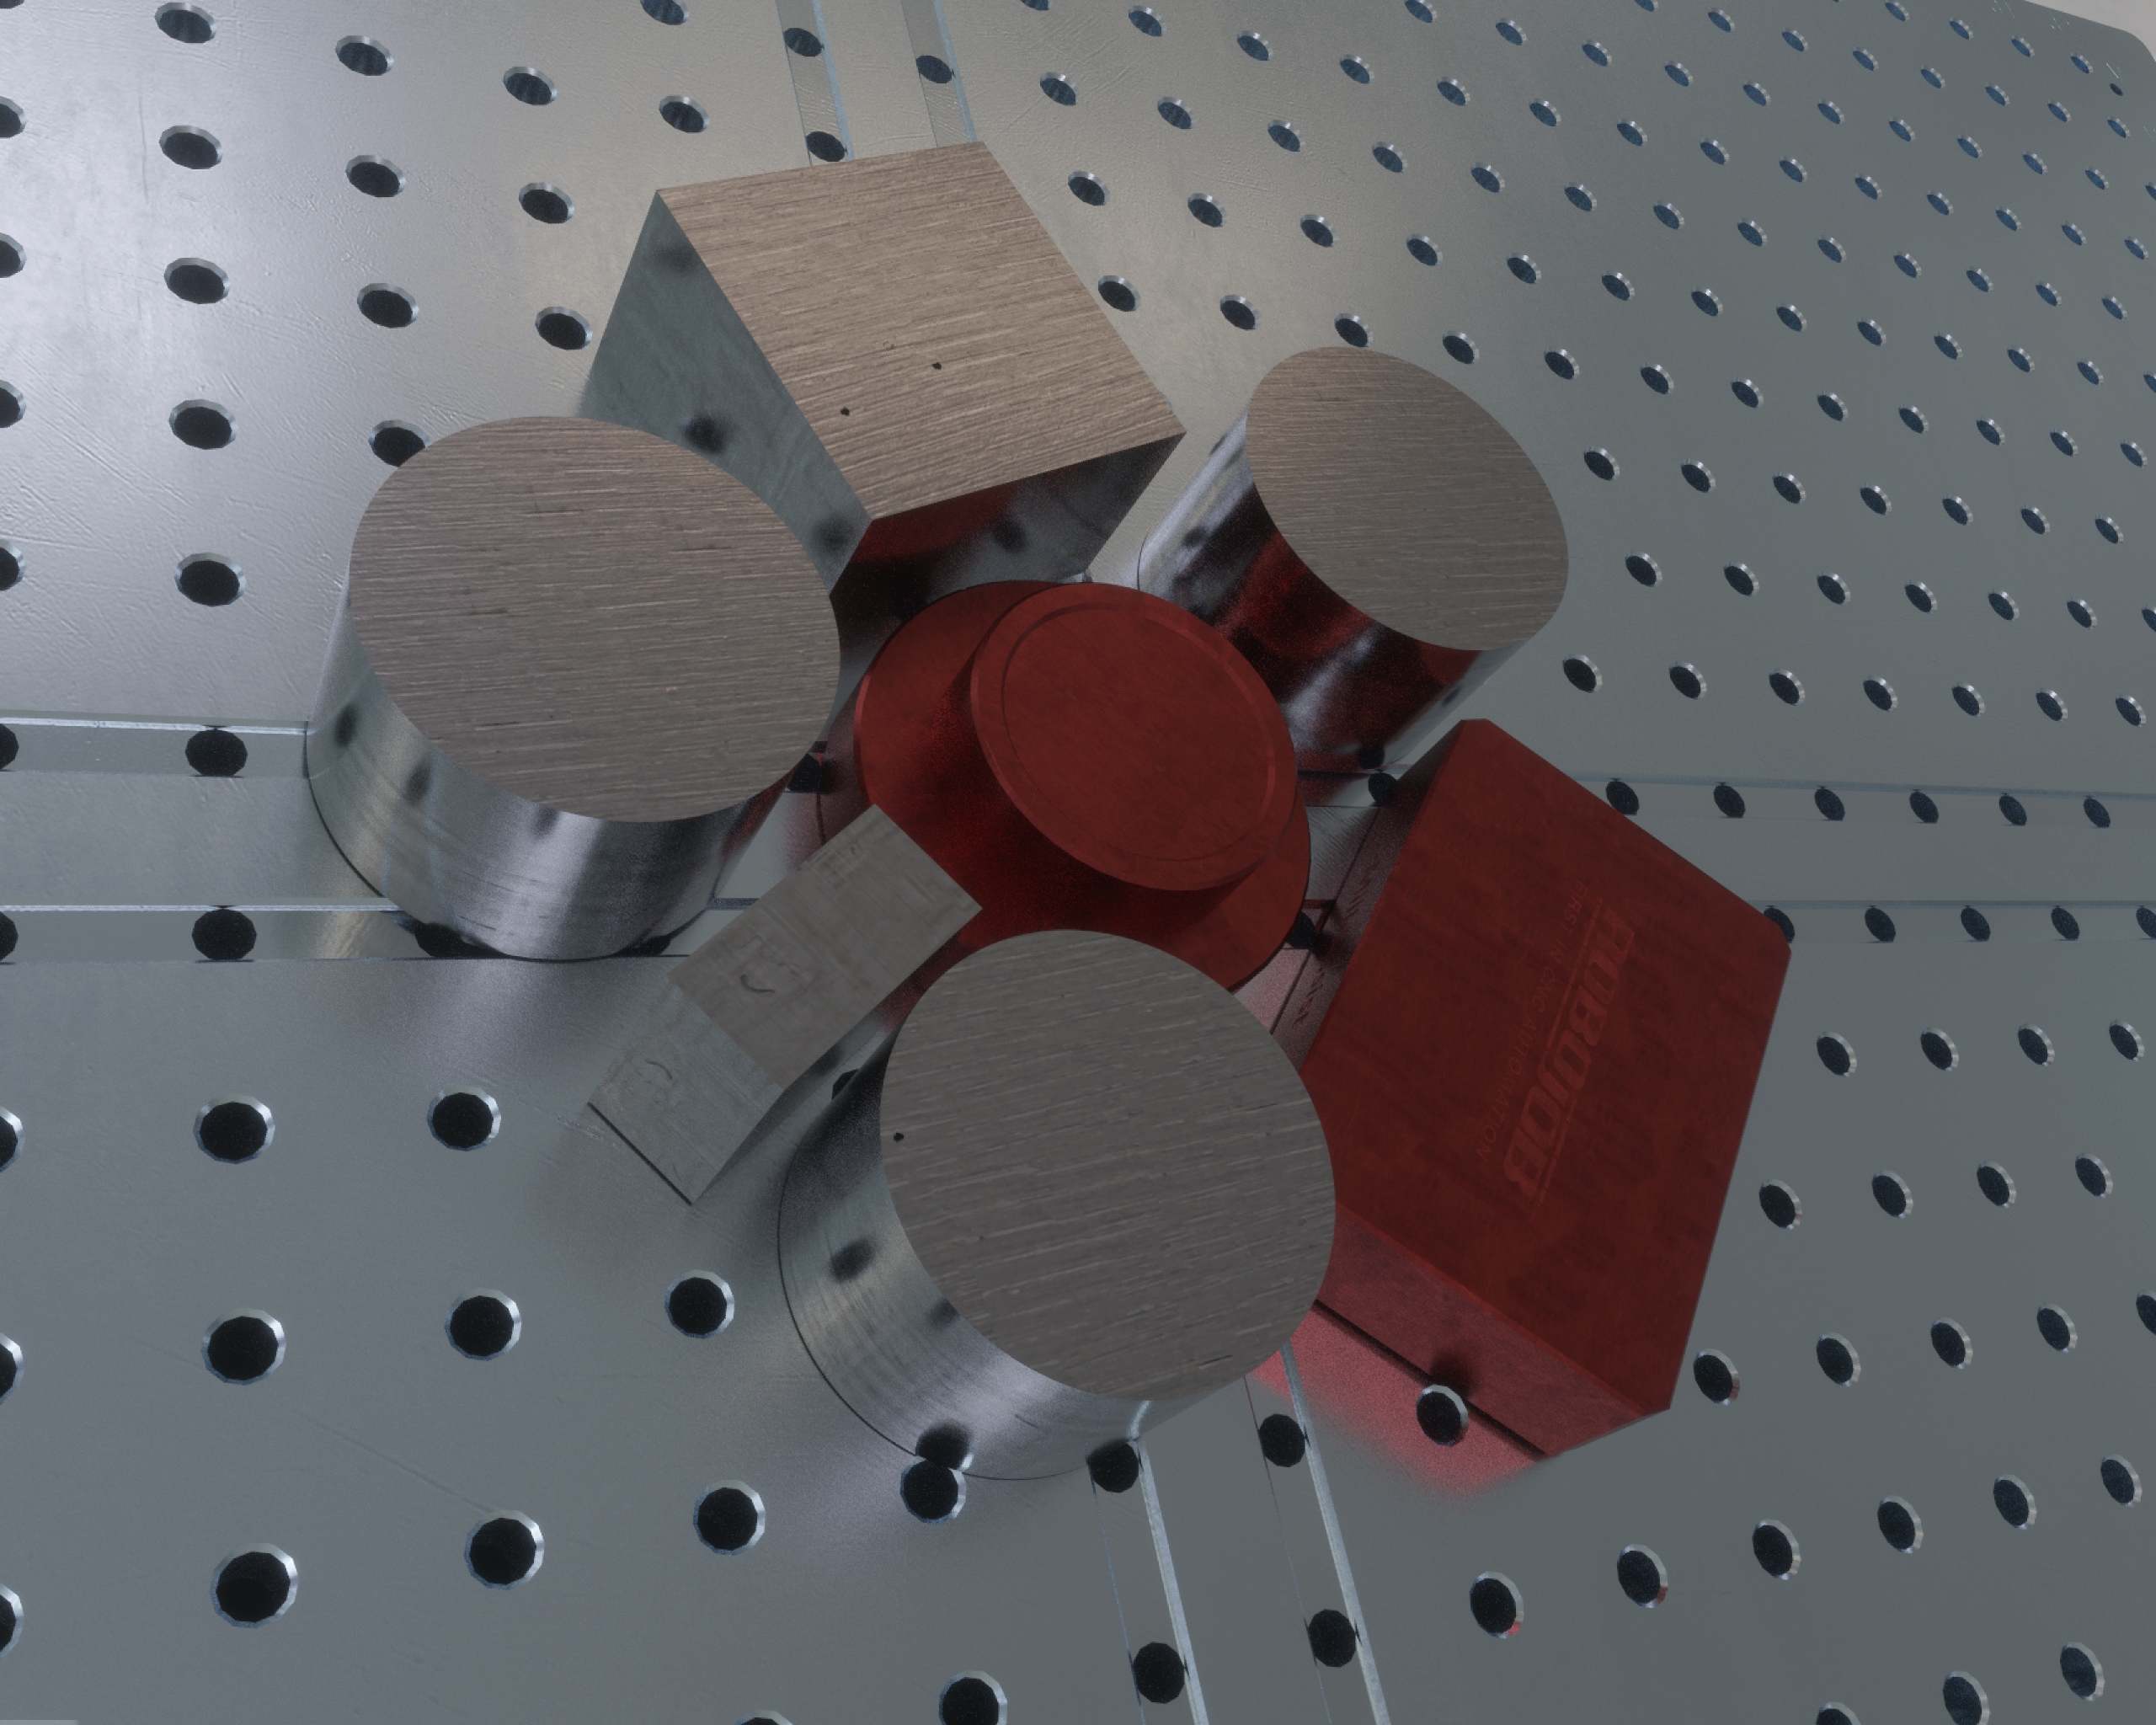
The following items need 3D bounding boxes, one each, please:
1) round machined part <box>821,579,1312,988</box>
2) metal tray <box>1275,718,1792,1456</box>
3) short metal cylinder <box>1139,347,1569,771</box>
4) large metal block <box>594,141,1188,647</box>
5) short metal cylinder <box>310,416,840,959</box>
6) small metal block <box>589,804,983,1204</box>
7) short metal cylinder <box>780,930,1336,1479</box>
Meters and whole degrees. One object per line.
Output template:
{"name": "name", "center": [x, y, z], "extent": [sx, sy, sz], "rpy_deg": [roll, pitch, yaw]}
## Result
{"name": "round machined part", "center": [0.003, -0.016, 0.407], "extent": [0.099, 0.042, 0.098], "rpy_deg": [14, 56, -21]}
{"name": "metal tray", "center": [0.090, 0.041, 0.426], "extent": [0.090, 0.030, 0.130], "rpy_deg": [35, 51, -5]}
{"name": "short metal cylinder", "center": [0.061, -0.067, 0.465], "extent": [0.081, 0.050, 0.080], "rpy_deg": [14, 56, -21]}
{"name": "large metal block", "center": [-0.039, -0.096, 0.430], "extent": [0.081, 0.050, 0.080], "rpy_deg": [-24, 75, -36]}
{"name": "short metal cylinder", "center": [-0.088, -0.030, 0.362], "extent": [0.081, 0.050, 0.080], "rpy_deg": [14, 56, -21]}
{"name": "small metal block", "center": [-0.049, 0.024, 0.350], "extent": [0.025, 0.050, 0.050], "rpy_deg": [45, 51, 2]}
{"name": "short metal cylinder", "center": [-0.004, 0.058, 0.353], "extent": [0.081, 0.050, 0.080], "rpy_deg": [14, 56, -21]}
